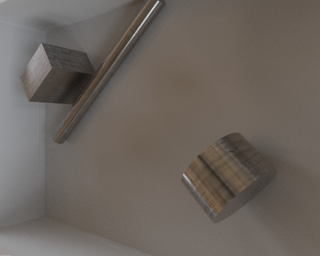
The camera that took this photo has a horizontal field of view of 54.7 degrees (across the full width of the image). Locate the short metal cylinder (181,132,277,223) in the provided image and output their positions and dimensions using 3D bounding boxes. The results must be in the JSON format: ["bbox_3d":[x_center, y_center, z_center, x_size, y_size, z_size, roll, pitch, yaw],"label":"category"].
[{"bbox_3d":[0.069,0.050,0.313,0.050,0.081,0.080,51,119,28],"label":"short metal cylinder"}]

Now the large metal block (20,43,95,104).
[{"bbox_3d":[-0.165,-0.084,0.504,0.080,0.081,0.050,-42,65,32],"label":"large metal block"}]

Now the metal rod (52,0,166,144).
[{"bbox_3d":[-0.092,-0.076,0.479,0.299,0.025,0.025,-47,63,29],"label":"metal rod"}]
